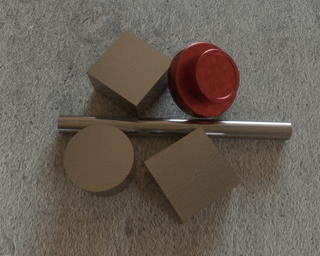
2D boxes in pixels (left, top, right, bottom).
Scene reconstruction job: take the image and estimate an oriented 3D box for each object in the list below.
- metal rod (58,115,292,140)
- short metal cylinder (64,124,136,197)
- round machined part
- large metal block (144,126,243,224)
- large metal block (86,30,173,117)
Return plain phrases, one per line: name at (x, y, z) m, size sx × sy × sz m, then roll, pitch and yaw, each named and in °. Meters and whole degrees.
metal rod at (0.019, 0.000, 0.411) m, size 0.302 × 0.025 × 0.025 m, roll 2°, pitch 70°, yaw 0°
short metal cylinder at (-0.070, 0.041, 0.380) m, size 0.081 × 0.050 × 0.080 m, roll 0°, pitch 70°, yaw 0°
round machined part at (0.063, -0.063, 0.399) m, size 0.099 × 0.042 × 0.097 m, roll 2°, pitch 85°, yaw -27°
large metal block at (0.037, 0.058, 0.375) m, size 0.080 × 0.050 × 0.080 m, roll -32°, pitch 73°, yaw -11°
large metal block at (-0.037, -0.071, 0.419) m, size 0.080 × 0.050 × 0.080 m, roll 35°, pitch 73°, yaw 11°
